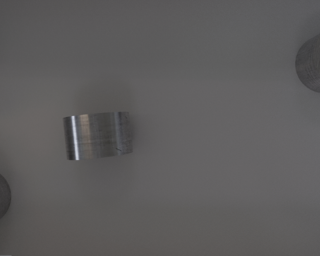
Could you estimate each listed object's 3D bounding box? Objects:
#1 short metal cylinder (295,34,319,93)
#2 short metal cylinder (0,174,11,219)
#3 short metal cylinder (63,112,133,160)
[{"bbox_3d":[0.226,-0.087,0.400,0.081,0.050,0.080,0,90,0],"label":"short metal cylinder"},{"bbox_3d":[-0.243,0.093,0.397,0.081,0.050,0.080,0,90,0],"label":"short metal cylinder"},{"bbox_3d":[-0.076,0.009,0.383,0.080,0.080,0.050,-6,90,0],"label":"short metal cylinder"}]
